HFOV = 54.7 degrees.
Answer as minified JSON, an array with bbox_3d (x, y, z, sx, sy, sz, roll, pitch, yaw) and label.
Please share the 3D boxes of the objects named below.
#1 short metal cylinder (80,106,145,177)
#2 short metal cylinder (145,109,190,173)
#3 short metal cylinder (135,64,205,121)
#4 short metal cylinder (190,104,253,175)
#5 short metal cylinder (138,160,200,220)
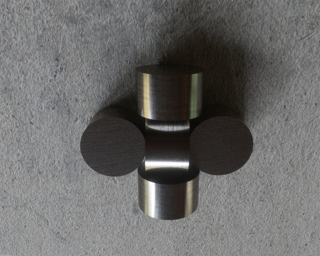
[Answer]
[{"bbox_3d":[-0.058,0.016,0.403,0.081,0.050,0.079,0,110,-1],"label":"short metal cylinder"},{"bbox_3d":[0.008,0.016,0.388,0.050,0.080,0.079,1,110,0],"label":"short metal cylinder"},{"bbox_3d":[0.012,-0.045,0.366,0.081,0.080,0.050,0,110,0],"label":"short metal cylinder"},{"bbox_3d":[0.074,0.014,0.403,0.081,0.050,0.079,0,111,0],"label":"short metal cylinder"},{"bbox_3d":[0.011,0.077,0.411,0.081,0.080,0.050,0,110,0],"label":"short metal cylinder"}]
